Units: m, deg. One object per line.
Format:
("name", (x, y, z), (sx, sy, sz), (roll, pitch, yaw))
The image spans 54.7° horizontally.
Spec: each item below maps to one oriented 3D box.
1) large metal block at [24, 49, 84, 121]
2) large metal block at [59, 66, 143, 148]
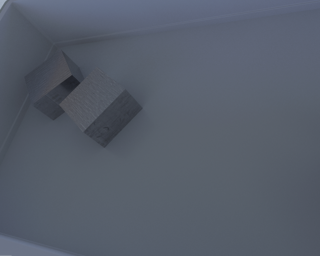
("large metal block", (-0.175, -0.074, 0.527), (0.080, 0.050, 0.080), (-36, 51, 4))
("large metal block", (-0.087, -0.032, 0.455), (0.080, 0.050, 0.080), (-47, 51, -4))
